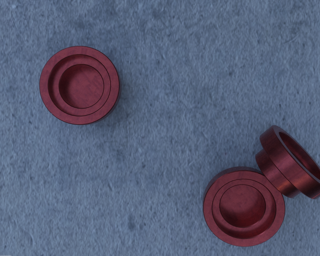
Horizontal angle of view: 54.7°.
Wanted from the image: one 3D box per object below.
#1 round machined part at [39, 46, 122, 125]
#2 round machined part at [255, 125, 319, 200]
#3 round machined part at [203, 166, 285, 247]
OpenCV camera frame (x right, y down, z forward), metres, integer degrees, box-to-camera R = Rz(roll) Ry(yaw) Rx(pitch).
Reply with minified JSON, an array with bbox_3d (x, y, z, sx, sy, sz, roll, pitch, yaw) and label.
[{"bbox_3d":[-0.099,-0.052,0.400,0.099,0.042,0.097,0,90,-1],"label":"round machined part"},{"bbox_3d":[0.157,0.047,0.381,0.098,0.098,0.042,44,115,0],"label":"round machined part"},{"bbox_3d":[0.104,0.097,0.398,0.099,0.042,0.097,1,97,6],"label":"round machined part"}]
